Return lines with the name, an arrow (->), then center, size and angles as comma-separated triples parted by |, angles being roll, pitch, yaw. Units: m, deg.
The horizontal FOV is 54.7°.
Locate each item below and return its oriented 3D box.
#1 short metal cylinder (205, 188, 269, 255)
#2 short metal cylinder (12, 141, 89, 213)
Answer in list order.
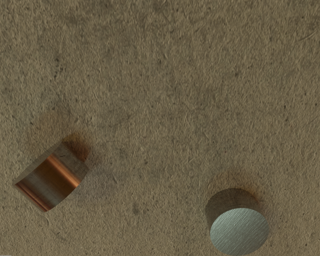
short metal cylinder -> 0.109, 0.135, 0.447 | 0.081, 0.050, 0.079 | 0, 110, 0
short metal cylinder -> -0.141, 0.062, 0.402 | 0.080, 0.080, 0.050 | -36, 106, 12
